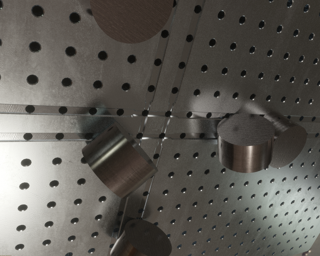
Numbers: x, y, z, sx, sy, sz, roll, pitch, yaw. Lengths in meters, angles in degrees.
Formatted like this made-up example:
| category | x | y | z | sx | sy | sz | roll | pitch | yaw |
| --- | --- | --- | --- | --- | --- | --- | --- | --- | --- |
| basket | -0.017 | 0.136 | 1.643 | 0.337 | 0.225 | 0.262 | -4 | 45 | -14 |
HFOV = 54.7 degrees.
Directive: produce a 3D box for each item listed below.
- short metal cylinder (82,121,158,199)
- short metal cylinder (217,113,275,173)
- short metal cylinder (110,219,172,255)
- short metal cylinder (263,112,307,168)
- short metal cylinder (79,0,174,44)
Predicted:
| category | x | y | z | sx | sy | sz | roll | pitch | yaw |
| --- | --- | --- | --- | --- | --- | --- | --- | --- | --- |
| short metal cylinder | -0.047 | 0.038 | 0.375 | 0.050 | 0.080 | 0.080 | -41 | 130 | -1 |
| short metal cylinder | 0.126 | 0.021 | 0.460 | 0.081 | 0.080 | 0.050 | -21 | 127 | -17 |
| short metal cylinder | -0.029 | 0.188 | 0.478 | 0.081 | 0.080 | 0.050 | 17 | 109 | -36 |
| short metal cylinder | 0.195 | 0.020 | 0.517 | 0.081 | 0.050 | 0.079 | -14 | 125 | -21 |
| short metal cylinder | -0.034 | -0.128 | 0.298 | 0.081 | 0.050 | 0.079 | -14 | 124 | -21 |
